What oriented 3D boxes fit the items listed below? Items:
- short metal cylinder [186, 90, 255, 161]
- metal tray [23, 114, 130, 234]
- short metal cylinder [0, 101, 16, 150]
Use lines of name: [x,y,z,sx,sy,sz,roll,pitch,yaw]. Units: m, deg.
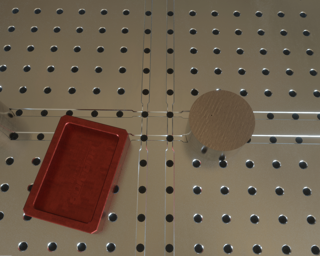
short metal cylinder: [0.075,-0.002,0.400,0.081,0.050,0.080,0,70,0]
metal tray: [-0.099,0.056,0.387,0.090,0.030,0.130,14,71,5]
short metal cylinder: [-0.238,-0.008,0.400,0.081,0.050,0.080,0,70,0]
